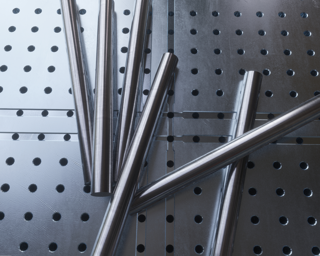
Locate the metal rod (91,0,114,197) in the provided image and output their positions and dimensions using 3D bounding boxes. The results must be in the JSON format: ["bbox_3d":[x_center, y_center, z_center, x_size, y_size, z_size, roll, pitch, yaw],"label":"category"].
[{"bbox_3d":[-0.075,-0.059,0.420,0.025,0.025,0.299,-3,65,-1],"label":"metal rod"}]

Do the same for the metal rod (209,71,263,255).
[{"bbox_3d":[0.094,0.062,0.389,0.025,0.025,0.299,14,70,5],"label":"metal rod"}]

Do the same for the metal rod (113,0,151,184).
[{"bbox_3d":[-0.039,-0.071,0.437,0.025,0.025,0.299,5,70,2],"label":"metal rod"}]

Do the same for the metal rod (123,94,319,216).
[{"bbox_3d":[0.093,0.026,0.376,0.301,0.025,0.025,-28,72,0],"label":"metal rod"}]

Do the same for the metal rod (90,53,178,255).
[{"bbox_3d":[-0.026,0.028,0.383,0.025,0.025,0.300,15,64,5],"label":"metal rod"}]

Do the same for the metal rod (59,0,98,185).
[{"bbox_3d":[-0.114,-0.069,0.436,0.025,0.025,0.299,-12,70,-4],"label":"metal rod"}]
